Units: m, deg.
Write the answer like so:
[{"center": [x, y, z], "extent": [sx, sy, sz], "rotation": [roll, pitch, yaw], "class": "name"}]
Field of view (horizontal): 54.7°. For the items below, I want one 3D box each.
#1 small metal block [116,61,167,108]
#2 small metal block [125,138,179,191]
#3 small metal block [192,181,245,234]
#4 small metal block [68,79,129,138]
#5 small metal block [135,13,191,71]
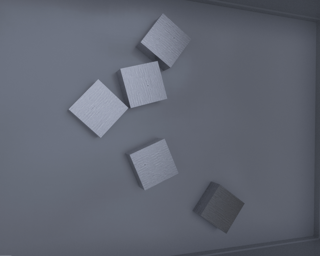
[{"center": [-0.024, -0.055, 0.401], "extent": [0.050, 0.025, 0.050], "rotation": [-16, 96, -19], "class": "small metal block"}, {"center": [-0.011, 0.046, 0.406], "extent": [0.050, 0.025, 0.050], "rotation": [-24, 98, -18], "class": "small metal block"}, {"center": [0.084, 0.113, 0.441], "extent": [0.050, 0.025, 0.050], "rotation": [38, 78, -16], "class": "small metal block"}, {"center": [-0.077, -0.023, 0.382], "extent": [0.050, 0.025, 0.050], "rotation": [44, 76, -15], "class": "small metal block"}, {"center": [0.005, -0.113, 0.412], "extent": [0.050, 0.025, 0.050], "rotation": [38, 78, -16], "class": "small metal block"}]
